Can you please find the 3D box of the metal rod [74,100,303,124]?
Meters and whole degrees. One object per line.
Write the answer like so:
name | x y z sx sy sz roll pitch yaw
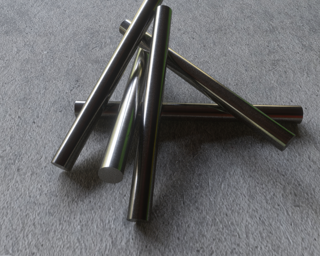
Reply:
metal rod | 0.038 -0.022 0.421 0.302 0.025 0.025 1 50 1

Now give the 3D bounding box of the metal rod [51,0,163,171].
metal rod | -0.060 -0.081 0.419 0.025 0.025 0.300 18 67 14

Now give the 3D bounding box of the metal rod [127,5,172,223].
metal rod | -0.008 -0.037 0.388 0.025 0.025 0.299 4 64 3

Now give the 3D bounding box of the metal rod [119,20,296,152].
metal rod | 0.048 -0.071 0.425 0.025 0.025 0.300 -36 61 -26

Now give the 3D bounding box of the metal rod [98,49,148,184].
metal rod | -0.034 -0.051 0.415 0.025 0.025 0.300 4 41 3
